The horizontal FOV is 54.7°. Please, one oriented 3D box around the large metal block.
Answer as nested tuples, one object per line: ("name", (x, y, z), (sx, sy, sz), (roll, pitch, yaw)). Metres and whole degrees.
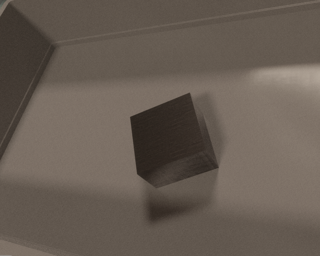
("large metal block", (0.015, 0.016, 0.371), (0.080, 0.050, 0.080), (-21, 54, 15))
